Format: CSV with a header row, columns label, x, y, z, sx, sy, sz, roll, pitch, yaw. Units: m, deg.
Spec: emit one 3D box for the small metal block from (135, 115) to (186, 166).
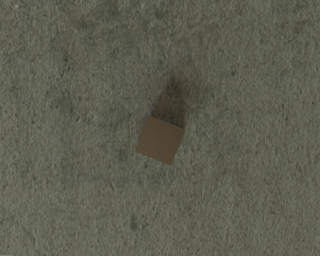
label,x,y,z,sx,sy,sz,roll,pitch,yaw
small metal block,0.000,0.016,0.410,0.050,0.025,0.050,22,90,0
